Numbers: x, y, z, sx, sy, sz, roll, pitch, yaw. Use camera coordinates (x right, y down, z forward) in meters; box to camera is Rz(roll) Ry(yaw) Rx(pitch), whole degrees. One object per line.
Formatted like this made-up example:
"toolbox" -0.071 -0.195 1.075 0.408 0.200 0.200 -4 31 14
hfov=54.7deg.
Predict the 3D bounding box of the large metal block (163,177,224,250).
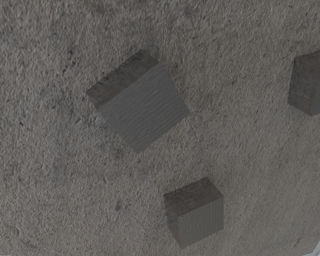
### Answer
"large metal block" 0.056 0.138 0.507 0.081 0.050 0.079 -19 126 -17

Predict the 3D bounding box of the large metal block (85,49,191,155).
"large metal block" -0.024 -0.030 0.359 0.080 0.050 0.080 -38 129 -2

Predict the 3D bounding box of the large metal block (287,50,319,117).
"large metal block" 0.254 -0.074 0.483 0.081 0.050 0.079 -18 126 -18
